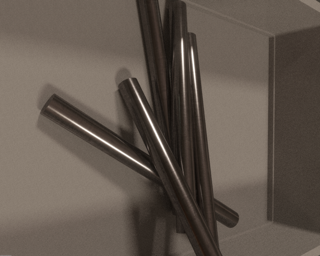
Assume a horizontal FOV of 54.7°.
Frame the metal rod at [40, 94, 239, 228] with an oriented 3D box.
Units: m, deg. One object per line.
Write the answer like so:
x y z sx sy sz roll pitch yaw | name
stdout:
-0.005 0.054 0.380 0.301 0.025 0.025 36 68 -27 | metal rod

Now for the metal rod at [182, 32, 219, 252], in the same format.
0.049 0.014 0.404 0.025 0.025 0.299 9 71 -40 | metal rod

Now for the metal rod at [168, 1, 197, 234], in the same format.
0.028 -0.024 0.394 0.025 0.025 0.299 10 72 -40 | metal rod

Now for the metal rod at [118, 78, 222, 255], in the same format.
0.024 0.076 0.342 0.025 0.025 0.299 -14 72 -39 | metal rod

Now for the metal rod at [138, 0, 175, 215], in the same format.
0.006 -0.028 0.413 0.025 0.025 0.298 -15 100 -39 | metal rod
